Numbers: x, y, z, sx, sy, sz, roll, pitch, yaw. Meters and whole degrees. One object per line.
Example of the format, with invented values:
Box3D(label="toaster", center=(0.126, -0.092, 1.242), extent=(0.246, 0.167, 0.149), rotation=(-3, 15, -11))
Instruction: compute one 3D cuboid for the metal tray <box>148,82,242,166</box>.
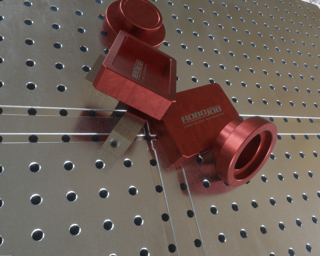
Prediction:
Box3D(label="metal tray", center=(0.054, -0.010, 0.440), extent=(0.131, 0.030, 0.090), rotation=(-19, 72, -35))

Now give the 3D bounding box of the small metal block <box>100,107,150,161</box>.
Box3D(label="small metal block", center=(-0.041, 0.004, 0.368), extent=(0.025, 0.050, 0.050), rotation=(35, 51, -5))

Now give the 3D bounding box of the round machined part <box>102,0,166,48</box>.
Box3D(label="round machined part", center=(-0.035, -0.163, 0.478), extent=(0.099, 0.042, 0.098), rotation=(14, 56, -21))

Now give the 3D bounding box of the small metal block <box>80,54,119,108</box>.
Box3D(label="small metal block", center=(-0.069, -0.062, 0.409), extent=(0.050, 0.025, 0.050), rotation=(28, 52, -11))

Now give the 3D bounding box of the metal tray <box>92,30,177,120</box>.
Box3D(label="metal tray", center=(-0.025, -0.072, 0.394), extent=(0.090, 0.030, 0.130), rotation=(26, 31, -14))

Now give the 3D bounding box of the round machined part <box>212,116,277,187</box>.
Box3D(label="round machined part", center=(0.108, 0.026, 0.413), extent=(0.099, 0.097, 0.042), rotation=(-19, 40, -35))
